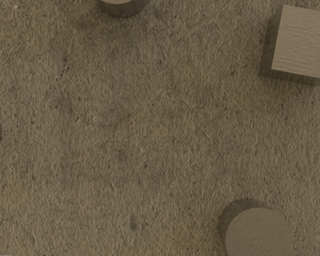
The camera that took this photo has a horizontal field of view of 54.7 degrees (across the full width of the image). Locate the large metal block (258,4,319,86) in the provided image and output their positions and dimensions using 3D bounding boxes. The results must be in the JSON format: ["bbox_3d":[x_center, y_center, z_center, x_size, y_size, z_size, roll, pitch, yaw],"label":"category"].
[{"bbox_3d":[0.181,-0.103,0.399,0.080,0.050,0.080,11,90,0],"label":"large metal block"}]

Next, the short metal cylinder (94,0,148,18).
[{"bbox_3d":[-0.052,-0.189,0.397,0.081,0.050,0.079,0,90,0],"label":"short metal cylinder"}]

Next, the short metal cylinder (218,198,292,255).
[{"bbox_3d":[0.119,0.136,0.398,0.081,0.050,0.079,0,90,0],"label":"short metal cylinder"}]
